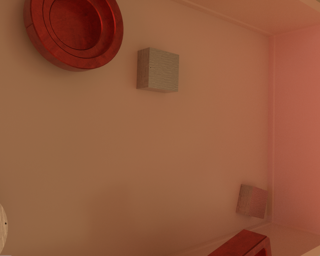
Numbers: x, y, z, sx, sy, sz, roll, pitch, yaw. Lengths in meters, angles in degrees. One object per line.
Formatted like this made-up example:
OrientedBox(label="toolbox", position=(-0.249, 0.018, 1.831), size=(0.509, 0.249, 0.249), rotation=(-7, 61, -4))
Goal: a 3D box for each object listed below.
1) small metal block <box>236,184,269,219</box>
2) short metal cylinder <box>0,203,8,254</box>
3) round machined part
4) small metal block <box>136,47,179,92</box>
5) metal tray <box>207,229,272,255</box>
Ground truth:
OrientedBox(label="small metal block", position=(0.164, 0.130, 0.547), size=(0.050, 0.025, 0.050), rotation=(23, 76, -38))
OrientedBox(label="short metal cylinder", position=(-0.172, 0.082, 0.247), size=(0.081, 0.050, 0.079), rotation=(0, 90, -40))
OrientedBox(label="round machined part", position=(-0.091, -0.107, 0.321), size=(0.099, 0.042, 0.097), rotation=(0, 90, -40))
OrientedBox(label="small metal block", position=(-0.002, -0.074, 0.406), size=(0.050, 0.025, 0.050), rotation=(3, 88, -40))
OrientedBox(label="metal tray", position=(0.084, 0.186, 0.323), size=(0.091, 0.030, 0.129), rotation=(-16, 100, -39))
